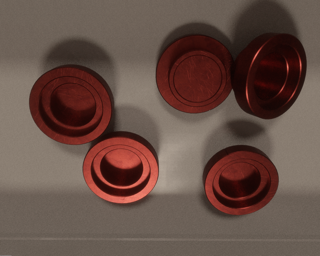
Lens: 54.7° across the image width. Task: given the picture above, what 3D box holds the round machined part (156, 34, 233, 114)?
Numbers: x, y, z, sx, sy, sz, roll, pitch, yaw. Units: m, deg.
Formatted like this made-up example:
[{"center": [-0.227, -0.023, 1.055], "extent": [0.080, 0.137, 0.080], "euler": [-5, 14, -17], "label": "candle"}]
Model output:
[{"center": [0.044, -0.064, 0.379], "extent": [0.099, 0.042, 0.097], "euler": [0, 110, -1], "label": "round machined part"}]

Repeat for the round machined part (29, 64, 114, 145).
[{"center": [-0.107, -0.031, 0.389], "extent": [0.099, 0.042, 0.097], "euler": [0, 110, -1], "label": "round machined part"}]

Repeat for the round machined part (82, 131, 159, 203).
[{"center": [-0.051, 0.049, 0.420], "extent": [0.099, 0.042, 0.097], "euler": [0, 110, -1], "label": "round machined part"}]

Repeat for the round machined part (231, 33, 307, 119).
[{"center": [0.123, -0.063, 0.367], "extent": [0.099, 0.042, 0.097], "euler": [-12, 114, -28], "label": "round machined part"}]

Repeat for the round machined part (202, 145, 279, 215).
[{"center": [0.108, 0.067, 0.429], "extent": [0.099, 0.042, 0.097], "euler": [0, 110, -1], "label": "round machined part"}]
